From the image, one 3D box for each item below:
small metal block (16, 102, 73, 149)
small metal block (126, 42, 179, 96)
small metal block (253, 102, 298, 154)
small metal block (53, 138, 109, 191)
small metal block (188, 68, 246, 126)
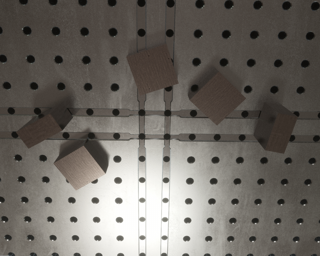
[{"bbox_3d":[-0.146,-0.005,0.396,0.050,0.050,0.025,-27,108,9],"label":"small metal block"},{"bbox_3d":[-0.009,-0.074,0.386,0.050,0.025,0.050,-17,110,5],"label":"small metal block"},{"bbox_3d":[0.148,-0.001,0.402,0.025,0.050,0.050,11,110,-4],"label":"small metal block"},{"bbox_3d":[-0.109,0.051,0.431,0.050,0.025,0.050,-30,108,10],"label":"small metal block"},{"bbox_3d":[0.073,-0.040,0.400,0.050,0.025,0.050,41,105,-14],"label":"small metal block"}]
